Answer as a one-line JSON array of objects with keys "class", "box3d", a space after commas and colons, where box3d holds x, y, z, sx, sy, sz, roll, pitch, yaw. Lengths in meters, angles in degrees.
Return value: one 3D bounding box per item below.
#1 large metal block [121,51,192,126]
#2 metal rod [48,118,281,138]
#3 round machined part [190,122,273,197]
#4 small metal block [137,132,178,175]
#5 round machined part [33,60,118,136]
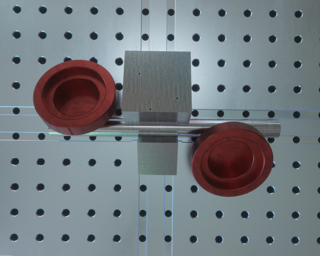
[{"class": "large metal block", "box3d": [-0.003, -0.049, 0.389, 0.081, 0.050, 0.080, 1, 72, 0]}, {"class": "metal rod", "box3d": [0.006, 0.000, 0.414, 0.302, 0.025, 0.025, 1, 90, 0]}, {"class": "round machined part", "box3d": [0.088, 0.036, 0.393, 0.099, 0.042, 0.097, 0, 115, 0]}, {"class": "small metal block", "box3d": [-0.003, 0.034, 0.403, 0.050, 0.025, 0.050, 1, 119, 0]}, {"class": "round machined part", "box3d": [-0.103, -0.034, 0.391, 0.099, 0.042, 0.098, 0, 64, 0]}]
